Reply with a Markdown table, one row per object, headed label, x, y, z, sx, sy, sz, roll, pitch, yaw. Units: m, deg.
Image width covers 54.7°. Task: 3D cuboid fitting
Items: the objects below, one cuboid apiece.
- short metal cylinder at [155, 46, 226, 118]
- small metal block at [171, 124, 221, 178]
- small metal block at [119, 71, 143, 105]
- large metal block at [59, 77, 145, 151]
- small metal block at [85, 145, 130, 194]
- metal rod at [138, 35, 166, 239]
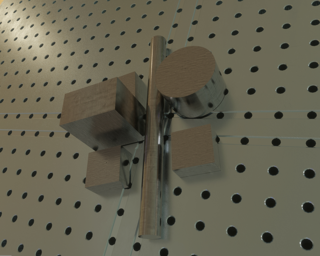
| label | x | y | z | sx | sy | sz | roll | pitch | yaw |
| --- | --- | --- | --- | --- | --- | --- | --- | --- | --- |
| short metal cylinder | 0.040 | -0.060 | 0.406 | 0.080 | 0.050 | 0.080 | -13 | 56 | 20 |
| small metal block | 0.042 | 0.027 | 0.368 | 0.050 | 0.025 | 0.050 | -14 | 56 | 20 |
| small metal block | -0.054 | -0.051 | 0.466 | 0.050 | 0.025 | 0.050 | -16 | 55 | 18 |
| large metal block | -0.073 | -0.015 | 0.417 | 0.080 | 0.080 | 0.050 | -14 | 56 | 20 |
| small metal block | -0.068 | 0.055 | 0.409 | 0.050 | 0.025 | 0.050 | -14 | 56 | 19 |
| metal rod | -0.007 | -0.009 | 0.416 | 0.025 | 0.025 | 0.299 | -12 | 57 | 21 |
